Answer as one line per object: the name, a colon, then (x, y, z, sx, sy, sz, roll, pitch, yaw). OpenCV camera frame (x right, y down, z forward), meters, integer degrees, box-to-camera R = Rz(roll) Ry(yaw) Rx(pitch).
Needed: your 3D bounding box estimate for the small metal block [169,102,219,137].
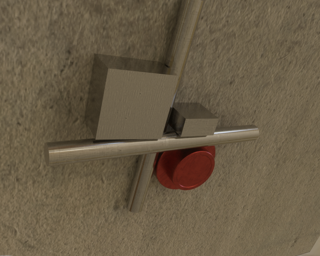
small metal block: (0.040, -0.013, 0.408, 0.050, 0.050, 0.025, -2, 119, -28)

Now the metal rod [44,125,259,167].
metal rod: (0.013, 0.017, 0.395, 0.303, 0.025, 0.025, -4, 121, -31)

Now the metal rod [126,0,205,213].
metal rod: (-0.001, -0.013, 0.402, 0.025, 0.025, 0.298, 2, 118, -30)

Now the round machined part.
round machined part: (0.040, 0.052, 0.452, 0.099, 0.042, 0.097, -14, 125, -21)

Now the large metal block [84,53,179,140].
large metal block: (-0.035, -0.034, 0.352, 0.081, 0.050, 0.079, 1, 118, -29)
